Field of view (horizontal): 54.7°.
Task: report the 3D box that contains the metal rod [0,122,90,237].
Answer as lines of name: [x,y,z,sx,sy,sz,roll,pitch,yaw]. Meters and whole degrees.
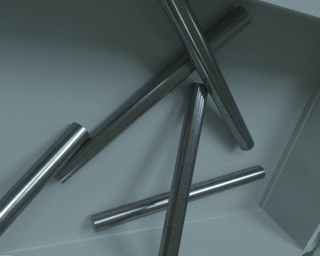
metal rod: [-0.172,0.108,0.292,0.301,0.025,0.025,-53,135,-28]

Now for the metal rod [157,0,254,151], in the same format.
metal rod: [0.073,-0.050,0.391,0.025,0.025,0.300,-41,138,0]

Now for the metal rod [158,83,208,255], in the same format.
metal rod: [0.024,0.090,0.396,0.025,0.025,0.298,13,86,-34]

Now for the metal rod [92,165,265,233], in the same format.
metal rod: [0.043,0.108,0.498,0.302,0.025,0.025,-12,124,-22]

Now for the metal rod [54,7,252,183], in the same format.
metal rod: [-0.011,-0.040,0.377,0.300,0.025,0.025,-41,129,-1]
